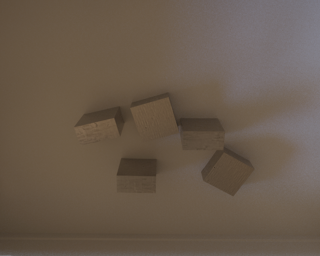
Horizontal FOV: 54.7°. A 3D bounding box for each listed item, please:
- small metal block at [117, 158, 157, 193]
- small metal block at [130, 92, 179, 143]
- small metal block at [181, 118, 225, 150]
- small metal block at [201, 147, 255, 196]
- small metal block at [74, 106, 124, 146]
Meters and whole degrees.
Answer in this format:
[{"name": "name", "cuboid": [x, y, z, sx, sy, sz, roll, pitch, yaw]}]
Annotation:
[{"name": "small metal block", "cuboid": [-0.030, 0.064, 0.421, 0.050, 0.050, 0.025, 1, 110, -1]}, {"name": "small metal block", "cuboid": [-0.006, -0.014, 0.406, 0.050, 0.025, 0.050, -16, 110, 5]}, {"name": "small metal block", "cuboid": [0.053, 0.007, 0.401, 0.050, 0.050, 0.025, 0, 110, 0]}, {"name": "small metal block", "cuboid": [0.094, 0.060, 0.434, 0.050, 0.025, 0.050, 29, 107, -10]}, {"name": "small metal block", "cuboid": [-0.076, -0.004, 0.396, 0.050, 0.050, 0.025, -13, 110, 4]}]
